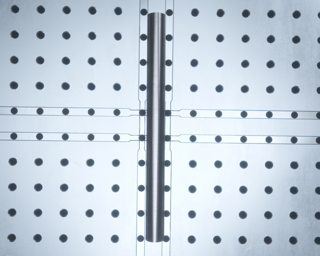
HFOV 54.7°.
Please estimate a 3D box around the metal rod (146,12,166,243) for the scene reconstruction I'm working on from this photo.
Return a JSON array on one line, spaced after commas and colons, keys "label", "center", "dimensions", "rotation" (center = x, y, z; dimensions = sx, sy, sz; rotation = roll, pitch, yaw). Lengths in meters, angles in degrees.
[{"label": "metal rod", "center": [-0.006, -0.001, 0.413], "dimensions": [0.025, 0.025, 0.298], "rotation": [0, 90, -1]}]
